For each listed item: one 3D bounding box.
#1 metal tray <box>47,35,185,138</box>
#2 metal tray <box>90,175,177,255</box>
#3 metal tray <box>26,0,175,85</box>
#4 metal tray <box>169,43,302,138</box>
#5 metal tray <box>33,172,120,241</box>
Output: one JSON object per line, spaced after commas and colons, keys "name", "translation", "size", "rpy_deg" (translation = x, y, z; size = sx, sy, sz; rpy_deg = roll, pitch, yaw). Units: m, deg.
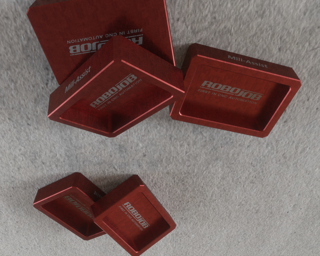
{"name": "metal tray", "translation": [-0.050, -0.036, 0.336], "size": [0.091, 0.030, 0.130], "rpy_deg": [21, 143, -40]}
{"name": "metal tray", "translation": [-0.040, 0.146, 0.503], "size": [0.090, 0.030, 0.130], "rpy_deg": [-36, 126, -5]}
{"name": "metal tray", "translation": [-0.055, -0.096, 0.322], "size": [0.131, 0.030, 0.090], "rpy_deg": [-8, 130, 6]}
{"name": "metal tray", "translation": [0.085, -0.041, 0.370], "size": [0.131, 0.030, 0.089], "rpy_deg": [11, 129, -10]}
{"name": "metal tray", "translation": [-0.129, 0.135, 0.516], "size": [0.090, 0.030, 0.130], "rpy_deg": [-26, 126, 20]}
